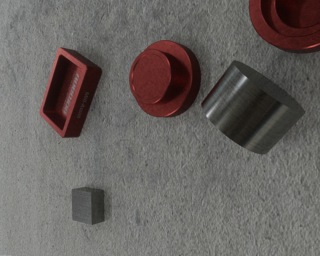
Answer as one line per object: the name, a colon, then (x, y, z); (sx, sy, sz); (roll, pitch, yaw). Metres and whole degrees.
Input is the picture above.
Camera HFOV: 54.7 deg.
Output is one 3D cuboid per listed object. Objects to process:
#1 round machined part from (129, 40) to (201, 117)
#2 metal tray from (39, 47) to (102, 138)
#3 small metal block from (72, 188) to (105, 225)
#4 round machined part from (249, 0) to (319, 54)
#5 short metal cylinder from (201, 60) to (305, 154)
round machined part: (-0.001, -0.062, 0.393); (0.098, 0.042, 0.097); (0, 90, 39)
metal tray: (-0.155, -0.059, 0.525); (0.090, 0.030, 0.129); (37, 112, 33)
small metal block: (-0.116, 0.124, 0.498); (0.050, 0.025, 0.050); (-2, 89, 39)
round machined part: (0.136, -0.116, 0.281); (0.098, 0.042, 0.097); (0, 90, 39)
short metal cylinder: (0.087, -0.021, 0.296); (0.080, 0.081, 0.050); (49, 119, 28)
